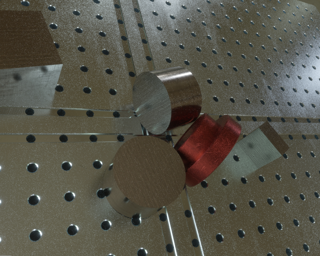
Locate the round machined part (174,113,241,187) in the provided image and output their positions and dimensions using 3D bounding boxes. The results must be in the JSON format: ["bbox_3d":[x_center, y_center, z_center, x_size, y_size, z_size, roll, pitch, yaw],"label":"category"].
[{"bbox_3d":[0.050,0.020,0.378,0.042,0.097,0.098,40,51,-2],"label":"round machined part"}]

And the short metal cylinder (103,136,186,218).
[{"bbox_3d":[-0.018,0.055,0.346,0.081,0.050,0.080,10,59,-18],"label":"short metal cylinder"}]

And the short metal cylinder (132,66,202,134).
[{"bbox_3d":[0.008,-0.036,0.401,0.050,0.080,0.080,-17,71,-35],"label":"short metal cylinder"}]

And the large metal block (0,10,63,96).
[{"bbox_3d":[-0.168,-0.086,0.354,0.081,0.050,0.080,-14,69,-34],"label":"large metal block"}]

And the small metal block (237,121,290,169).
[{"bbox_3d":[0.153,0.026,0.461,0.025,0.050,0.050,-31,79,-38],"label":"small metal block"}]
